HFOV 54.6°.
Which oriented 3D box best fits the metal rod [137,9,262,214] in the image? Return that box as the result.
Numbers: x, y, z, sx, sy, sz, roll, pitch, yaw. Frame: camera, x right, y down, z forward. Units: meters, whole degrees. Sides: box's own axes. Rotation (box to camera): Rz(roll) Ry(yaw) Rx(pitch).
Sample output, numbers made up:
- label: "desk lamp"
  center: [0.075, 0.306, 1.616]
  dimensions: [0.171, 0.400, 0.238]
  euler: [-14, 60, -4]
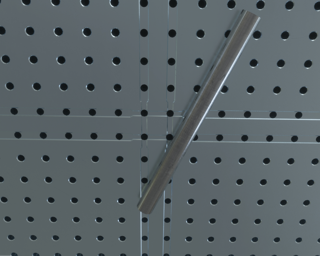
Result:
- label: "metal rod"
  center: [0.043, -0.008, 0.410]
  dimensions: [0.025, 0.025, 0.298]
  euler: [25, 108, -9]
